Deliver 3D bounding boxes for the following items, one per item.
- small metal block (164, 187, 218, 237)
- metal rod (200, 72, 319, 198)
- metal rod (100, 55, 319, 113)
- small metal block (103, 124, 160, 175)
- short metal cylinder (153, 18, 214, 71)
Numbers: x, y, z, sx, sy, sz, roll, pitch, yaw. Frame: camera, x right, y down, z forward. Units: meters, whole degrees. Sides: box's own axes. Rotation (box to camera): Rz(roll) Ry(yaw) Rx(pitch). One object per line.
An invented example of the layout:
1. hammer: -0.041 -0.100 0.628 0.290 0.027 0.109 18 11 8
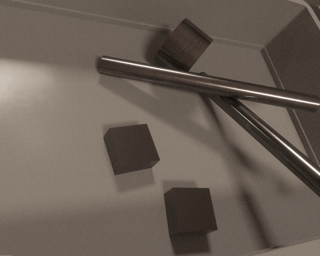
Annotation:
1. small metal block: 0.035 0.099 0.366 0.050 0.025 0.050 6 59 -25
2. metal rod: 0.138 0.011 0.398 0.025 0.025 0.300 -9 42 -32
3. metal rod: 0.070 -0.060 0.427 0.302 0.025 0.025 10 56 -3
4. small metal block: -0.035 0.025 0.373 0.050 0.025 0.050 -7 66 -32
5. short metal cylinder: 0.034 -0.114 0.460 0.050 0.080 0.080 38 51 -3
